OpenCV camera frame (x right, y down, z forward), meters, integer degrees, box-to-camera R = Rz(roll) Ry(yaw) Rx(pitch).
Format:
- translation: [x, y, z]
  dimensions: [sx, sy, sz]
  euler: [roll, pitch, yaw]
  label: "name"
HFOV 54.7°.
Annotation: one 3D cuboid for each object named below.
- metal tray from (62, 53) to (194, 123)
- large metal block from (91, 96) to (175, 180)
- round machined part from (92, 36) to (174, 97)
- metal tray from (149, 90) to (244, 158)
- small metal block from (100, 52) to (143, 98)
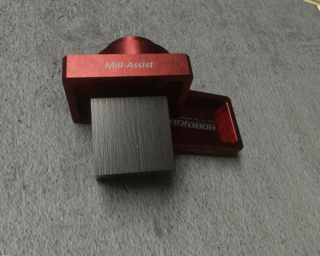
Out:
- translation: [-0.036, -0.042, 0.349]
  dimensions: [0.131, 0.090, 0.030]
  euler: [-3, 63, -9]
  label: "metal tray"
- translation: [-0.032, 0.012, 0.342]
  dimensions: [0.081, 0.050, 0.080]
  euler: [-3, 75, -10]
  label: "large metal block"
- translation: [-0.032, -0.071, 0.372]
  dimensions: [0.099, 0.097, 0.042]
  euler: [6, 59, -26]
  label: "round machined part"
- translation: [0.048, -0.008, 0.435]
  dimensions: [0.131, 0.030, 0.090]
  euler: [6, 59, -25]
  label: "metal tray"
- translation: [-0.053, -0.071, 0.422]
  dimensions: [0.050, 0.025, 0.050]
  euler: [6, 59, -25]
  label: "small metal block"
